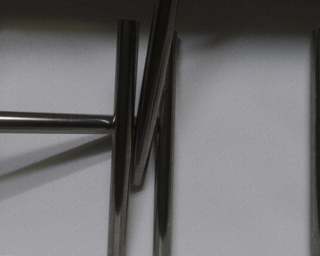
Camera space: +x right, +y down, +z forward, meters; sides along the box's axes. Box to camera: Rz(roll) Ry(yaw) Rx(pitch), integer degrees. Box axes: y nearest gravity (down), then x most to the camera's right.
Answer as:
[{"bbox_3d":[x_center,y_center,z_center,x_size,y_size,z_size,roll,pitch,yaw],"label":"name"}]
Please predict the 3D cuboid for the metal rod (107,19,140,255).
[{"bbox_3d":[-0.046,0.025,0.378,0.025,0.025,0.298,5,103,0],"label":"metal rod"}]

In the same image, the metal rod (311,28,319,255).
[{"bbox_3d":[0.215,0.019,0.412,0.025,0.025,0.298,0,90,0],"label":"metal rod"}]

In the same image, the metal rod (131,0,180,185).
[{"bbox_3d":[-0.006,-0.063,0.349,0.025,0.025,0.298,11,115,0],"label":"metal rod"}]

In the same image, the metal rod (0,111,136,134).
[{"bbox_3d":[-0.154,-0.006,0.351,0.303,0.025,0.025,1,90,-24],"label":"metal rod"}]

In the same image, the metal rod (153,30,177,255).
[{"bbox_3d":[0.007,0.022,0.411,0.025,0.025,0.298,2,90,0],"label":"metal rod"}]
